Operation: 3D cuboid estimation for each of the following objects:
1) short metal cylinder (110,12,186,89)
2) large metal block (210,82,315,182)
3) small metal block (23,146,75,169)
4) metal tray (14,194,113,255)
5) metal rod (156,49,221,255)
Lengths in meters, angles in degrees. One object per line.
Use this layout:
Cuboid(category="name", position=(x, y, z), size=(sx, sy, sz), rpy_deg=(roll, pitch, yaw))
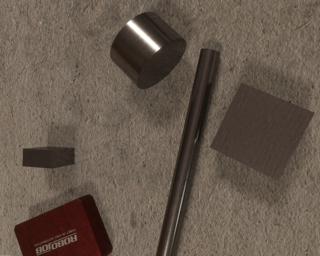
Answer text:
Cuboid(category="short metal cylinder", position=(-0.014, -0.095, 0.384), size=(0.080, 0.080, 0.050), rpy_deg=(-47, 76, 14))
Cuboid(category="large metal block", position=(0.115, 0.003, 0.355), size=(0.080, 0.050, 0.080), rpy_deg=(27, 99, 17))
Cuboid(category="small metal block", position=(-0.161, 0.042, 0.451), size=(0.050, 0.050, 0.025), rpy_deg=(1, 91, 19))
Cuboid(category="metal tray", position=(-0.144, 0.163, 0.456), size=(0.130, 0.030, 0.090), rpy_deg=(-26, 82, 17))
Cuboid(category="metal rod", position=(0.032, 0.050, 0.396), size=(0.025, 0.025, 0.298), rpy_deg=(13, 94, 19))
